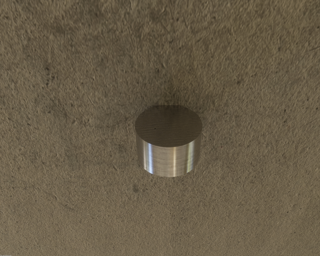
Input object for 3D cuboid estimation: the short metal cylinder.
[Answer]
[{"bbox_3d":[0.011,0.014,0.385,0.081,0.080,0.050,-1,130,0],"label":"short metal cylinder"}]
